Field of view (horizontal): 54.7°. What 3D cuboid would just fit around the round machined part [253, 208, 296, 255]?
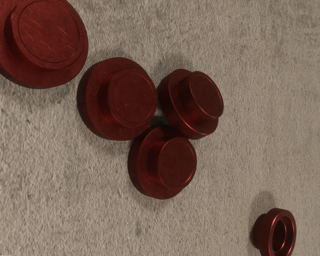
[{"bbox_3d":[0.209,0.197,0.573,0.099,0.042,0.097,0,90,-40],"label":"round machined part"}]

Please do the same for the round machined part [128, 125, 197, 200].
[{"bbox_3d":[0.010,0.045,0.404,0.099,0.042,0.097,0,90,-40],"label":"round machined part"}]

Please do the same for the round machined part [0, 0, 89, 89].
[{"bbox_3d":[-0.114,-0.088,0.299,0.099,0.042,0.097,0,90,-40],"label":"round machined part"}]

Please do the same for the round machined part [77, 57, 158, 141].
[{"bbox_3d":[-0.042,-0.034,0.360,0.099,0.042,0.097,0,90,-40],"label":"round machined part"}]

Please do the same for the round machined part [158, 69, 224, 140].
[{"bbox_3d":[0.048,-0.037,0.414,0.099,0.042,0.098,25,51,-35],"label":"round machined part"}]
